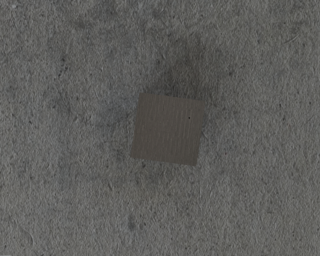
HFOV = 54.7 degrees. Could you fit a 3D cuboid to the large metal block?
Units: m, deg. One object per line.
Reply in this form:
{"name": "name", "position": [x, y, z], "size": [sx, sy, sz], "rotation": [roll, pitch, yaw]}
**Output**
{"name": "large metal block", "position": [0.010, 0.001, 0.399], "size": [0.081, 0.050, 0.080], "rotation": [8, 90, -1]}
